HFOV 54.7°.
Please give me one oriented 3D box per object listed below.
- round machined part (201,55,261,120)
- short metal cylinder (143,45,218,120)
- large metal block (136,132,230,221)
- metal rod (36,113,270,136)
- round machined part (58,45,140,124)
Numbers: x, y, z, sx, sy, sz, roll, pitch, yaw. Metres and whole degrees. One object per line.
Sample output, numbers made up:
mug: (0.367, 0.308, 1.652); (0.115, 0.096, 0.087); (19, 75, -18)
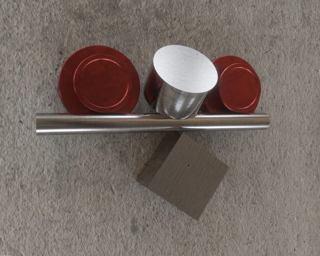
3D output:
round machined part: (0.102, -0.054, 0.439); (0.099, 0.042, 0.097); (0, 90, -20)
short metal cylinder: (0.024, -0.057, 0.386); (0.081, 0.050, 0.080); (10, 52, -13)
large metal block: (0.029, 0.060, 0.406); (0.080, 0.050, 0.080); (37, 78, -17)
metal rod: (0.007, -0.007, 0.390); (0.303, 0.025, 0.025); (-1, 91, -20)
round machined part: (-0.071, -0.051, 0.374); (0.099, 0.042, 0.097); (0, 90, -20)
